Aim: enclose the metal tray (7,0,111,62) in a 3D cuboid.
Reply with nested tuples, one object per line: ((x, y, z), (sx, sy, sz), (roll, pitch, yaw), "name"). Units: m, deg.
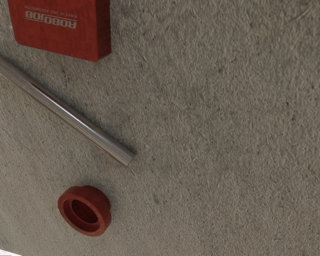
((-0.125, -0.140, 0.381), (0.130, 0.030, 0.089), (16, 125, 18), "metal tray")

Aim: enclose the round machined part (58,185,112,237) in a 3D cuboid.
((-0.127, 0.141, 0.548), (0.098, 0.042, 0.097), (13, 124, 20), "round machined part")

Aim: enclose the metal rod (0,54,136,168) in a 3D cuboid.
((-0.164, -0.039, 0.466), (0.301, 0.025, 0.025), (36, 129, 3), "metal rod")
